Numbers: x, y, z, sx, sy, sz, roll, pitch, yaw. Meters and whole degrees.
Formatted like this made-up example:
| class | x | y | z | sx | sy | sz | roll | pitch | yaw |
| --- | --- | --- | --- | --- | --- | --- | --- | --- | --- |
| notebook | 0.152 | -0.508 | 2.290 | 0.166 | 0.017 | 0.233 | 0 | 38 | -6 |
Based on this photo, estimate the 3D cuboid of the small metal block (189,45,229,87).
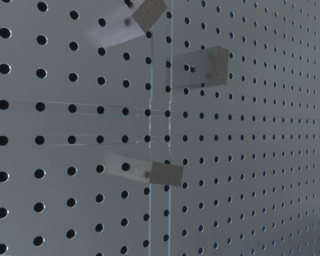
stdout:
| class | x | y | z | sx | sy | sz | roll | pitch | yaw |
| --- | --- | --- | --- | --- | --- | --- | --- | --- | --- |
| small metal block | 0.071 | -0.087 | 0.451 | 0.025 | 0.050 | 0.050 | 7 | 85 | -40 |

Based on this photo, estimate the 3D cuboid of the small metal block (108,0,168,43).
| class | x | y | z | sx | sy | sz | roll | pitch | yaw |
| --- | --- | --- | --- | --- | --- | --- | --- | --- | --- |
| small metal block | -0.027 | -0.132 | 0.369 | 0.025 | 0.050 | 0.050 | 48 | 61 | -29 |

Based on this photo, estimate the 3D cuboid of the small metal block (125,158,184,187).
| class | x | y | z | sx | sy | sz | roll | pitch | yaw |
| --- | --- | --- | --- | --- | --- | --- | --- | --- | --- |
| small metal block | -0.007 | 0.055 | 0.386 | 0.050 | 0.050 | 0.025 | 15 | 81 | -39 |
